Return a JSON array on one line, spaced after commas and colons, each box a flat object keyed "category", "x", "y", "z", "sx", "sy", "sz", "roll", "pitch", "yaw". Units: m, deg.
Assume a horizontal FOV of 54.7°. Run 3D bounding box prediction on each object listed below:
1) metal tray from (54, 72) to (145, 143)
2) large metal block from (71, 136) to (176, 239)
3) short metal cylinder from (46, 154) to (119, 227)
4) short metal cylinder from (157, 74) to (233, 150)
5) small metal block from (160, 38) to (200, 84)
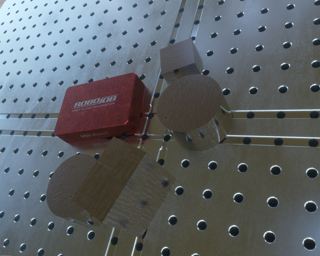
[{"category": "metal tray", "x": -0.092, "y": -0.029, "z": 0.471, "sx": 0.130, "sy": 0.030, "sz": 0.090, "roll": -8, "pitch": 58, "yaw": 24}, {"category": "large metal block", "x": -0.036, "y": 0.069, "z": 0.350, "sx": 0.050, "sy": 0.080, "sz": 0.080, "roll": 22, "pitch": 74, "yaw": 36}, {"category": "short metal cylinder", "x": -0.094, "y": 0.079, "z": 0.393, "sx": 0.080, "sy": 0.050, "sz": 0.080, "roll": -13, "pitch": 56, "yaw": 21}, {"category": "short metal cylinder", "x": 0.043, "y": -0.019, "z": 0.381, "sx": 0.080, "sy": 0.050, "sz": 0.080, "roll": -13, "pitch": 56, "yaw": 20}, {"category": "small metal block", "x": 0.029, "y": -0.098, "z": 0.453, "sx": 0.050, "sy": 0.025, "sz": 0.050, "roll": -16, "pitch": 55, "yaw": 19}]
